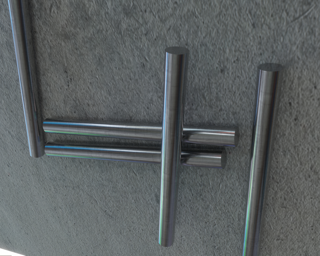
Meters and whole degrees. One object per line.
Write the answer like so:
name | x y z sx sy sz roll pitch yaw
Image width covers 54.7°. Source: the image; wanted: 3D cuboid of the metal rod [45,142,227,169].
metal rod | -0.053 0.037 0.457 0.300 0.025 0.025 1 119 27

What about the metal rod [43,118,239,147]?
metal rod | -0.044 0.003 0.431 0.301 0.025 0.025 3 120 26

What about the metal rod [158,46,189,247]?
metal rod | 0.013 0.046 0.394 0.025 0.025 0.298 15 125 20

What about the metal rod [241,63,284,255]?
metal rod | 0.122 0.068 0.384 0.025 0.025 0.298 9 123 23

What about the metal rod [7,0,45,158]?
metal rod | -0.198 -0.076 0.463 0.025 0.025 0.298 20 126 16
